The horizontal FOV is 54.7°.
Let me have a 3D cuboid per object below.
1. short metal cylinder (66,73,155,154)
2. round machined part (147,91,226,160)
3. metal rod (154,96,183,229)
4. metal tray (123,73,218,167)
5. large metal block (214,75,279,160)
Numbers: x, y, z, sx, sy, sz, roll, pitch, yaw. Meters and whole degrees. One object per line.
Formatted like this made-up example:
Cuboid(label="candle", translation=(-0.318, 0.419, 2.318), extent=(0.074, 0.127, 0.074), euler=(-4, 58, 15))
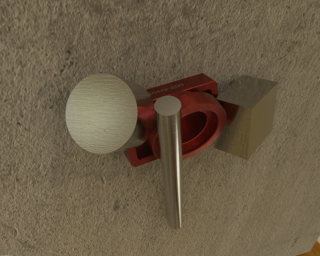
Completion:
Cuboid(label="short metal cylinder", translation=(-0.051, -0.014, 0.329), extent=(0.080, 0.080, 0.050), euler=(-55, 164, 11))
Cuboid(label="round machined part", translation=(0.028, -0.006, 0.379), extent=(0.099, 0.042, 0.097), euler=(-19, 142, -16))
Cuboid(label="metal rod", translation=(0.017, 0.069, 0.405), extent=(0.025, 0.025, 0.299), euler=(-25, 145, -14))
Cuboid(label="metal tray", translation=(0.013, -0.011, 0.407), extent=(0.131, 0.030, 0.089), euler=(-19, 126, -18))
Cuboid(label="large metal block", translation=(0.118, -0.017, 0.427), extent=(0.080, 0.050, 0.079), euler=(-38, 135, -38))
